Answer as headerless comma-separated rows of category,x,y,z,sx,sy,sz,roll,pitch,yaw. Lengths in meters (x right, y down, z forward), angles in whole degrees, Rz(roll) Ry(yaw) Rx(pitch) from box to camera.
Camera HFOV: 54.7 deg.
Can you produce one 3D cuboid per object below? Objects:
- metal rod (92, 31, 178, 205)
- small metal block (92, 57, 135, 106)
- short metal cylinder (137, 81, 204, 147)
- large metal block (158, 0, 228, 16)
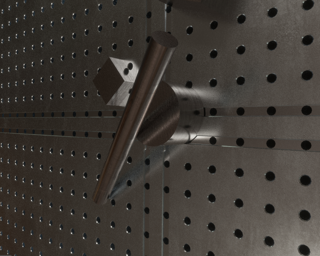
metal rod,-0.044,0.015,0.382,0.025,0.025,0.298,55,141,25
small metal block,-0.069,-0.069,0.464,0.050,0.025,0.050,-47,62,29
short metal cylinder,0.007,-0.018,0.386,0.080,0.050,0.079,0,90,39
large metal block,0.040,-0.183,0.358,0.080,0.050,0.079,26,106,36
